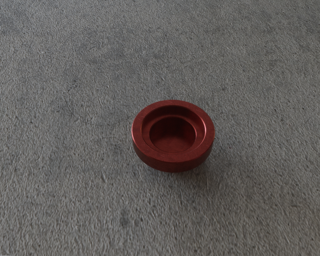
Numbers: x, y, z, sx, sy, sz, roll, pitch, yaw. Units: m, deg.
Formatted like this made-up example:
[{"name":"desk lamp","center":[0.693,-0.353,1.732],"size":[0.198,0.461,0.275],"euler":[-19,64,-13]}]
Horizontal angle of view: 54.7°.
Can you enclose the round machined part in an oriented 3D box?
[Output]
[{"name":"round machined part","center":[0.015,0.014,0.382],"size":[0.099,0.042,0.098],"euler":[0,50,0]}]
